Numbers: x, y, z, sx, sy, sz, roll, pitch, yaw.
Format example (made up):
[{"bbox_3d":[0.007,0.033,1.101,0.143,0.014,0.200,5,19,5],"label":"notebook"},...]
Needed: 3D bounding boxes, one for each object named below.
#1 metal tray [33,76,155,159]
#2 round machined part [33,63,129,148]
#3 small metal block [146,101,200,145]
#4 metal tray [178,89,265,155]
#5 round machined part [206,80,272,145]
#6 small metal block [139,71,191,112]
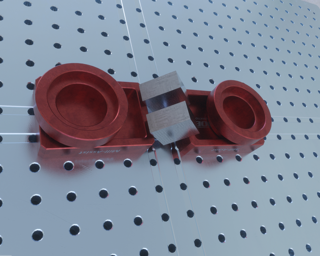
[{"bbox_3d":[-0.078,-0.013,0.372,0.131,0.030,0.090,-1,64,-29],"label":"metal tray"},{"bbox_3d":[-0.089,-0.021,0.346,0.099,0.042,0.098,14,56,-21],"label":"round machined part"},{"bbox_3d":[0.017,-0.005,0.385,0.050,0.050,0.025,-19,65,12],"label":"small metal block"},{"bbox_3d":[0.083,-0.009,0.455,0.131,0.030,0.090,1,62,-28],"label":"metal tray"},{"bbox_3d":[0.109,-0.018,0.451,0.099,0.042,0.098,14,56,-21],"label":"round machined part"},{"bbox_3d":[0.007,-0.044,0.404,0.050,0.050,0.025,-19,65,12],"label":"small metal block"}]
